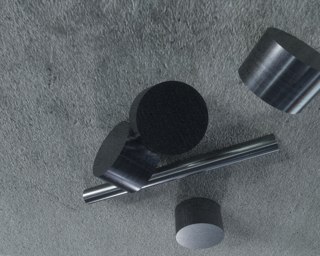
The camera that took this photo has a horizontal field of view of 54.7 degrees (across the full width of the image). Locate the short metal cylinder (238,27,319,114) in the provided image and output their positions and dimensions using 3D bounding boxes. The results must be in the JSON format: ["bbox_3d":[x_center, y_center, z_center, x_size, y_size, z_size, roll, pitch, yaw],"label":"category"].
[{"bbox_3d":[0.130,-0.060,0.321,0.080,0.080,0.050,19,127,-16],"label":"short metal cylinder"}]

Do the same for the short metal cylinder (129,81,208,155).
[{"bbox_3d":[0.008,-0.012,0.355,0.081,0.050,0.079,-1,92,-15],"label":"short metal cylinder"}]

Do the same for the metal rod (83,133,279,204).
[{"bbox_3d":[0.021,0.065,0.462,0.301,0.025,0.025,-18,128,15],"label":"metal rod"}]

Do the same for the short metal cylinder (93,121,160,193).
[{"bbox_3d":[-0.044,0.037,0.402,0.050,0.080,0.080,33,123,-25],"label":"short metal cylinder"}]

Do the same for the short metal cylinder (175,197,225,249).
[{"bbox_3d":[0.066,0.164,0.531,0.081,0.050,0.079,0,130,0],"label":"short metal cylinder"}]
